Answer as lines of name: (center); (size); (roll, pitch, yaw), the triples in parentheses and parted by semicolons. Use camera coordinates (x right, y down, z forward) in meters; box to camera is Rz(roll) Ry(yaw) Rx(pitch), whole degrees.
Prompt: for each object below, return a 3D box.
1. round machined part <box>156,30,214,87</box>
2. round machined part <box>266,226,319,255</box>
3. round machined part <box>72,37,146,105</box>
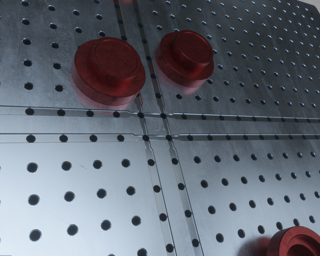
round machined part: (0.046, -0.117, 0.496); (0.099, 0.042, 0.098); (14, 56, -21)
round machined part: (0.171, 0.176, 0.384); (0.099, 0.042, 0.098); (14, 56, -21)
round machined part: (-0.064, -0.082, 0.414); (0.099, 0.042, 0.098); (14, 56, -21)
